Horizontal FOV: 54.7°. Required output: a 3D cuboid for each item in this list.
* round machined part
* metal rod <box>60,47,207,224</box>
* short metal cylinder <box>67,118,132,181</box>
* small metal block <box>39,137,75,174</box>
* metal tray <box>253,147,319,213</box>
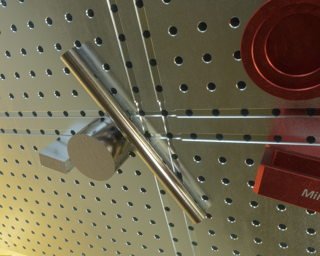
[{"bbox_3d":[0.128,-0.078,0.284,0.098,0.042,0.097,13,124,20],"label":"round machined part"},{"bbox_3d":[-0.032,0.017,0.436,0.025,0.025,0.300,-30,102,37],"label":"metal rod"},{"bbox_3d":[-0.088,0.031,0.459,0.080,0.050,0.079,13,124,20],"label":"short metal cylinder"},{"bbox_3d":[-0.157,0.044,0.503,0.050,0.050,0.025,15,125,19],"label":"small metal block"},{"bbox_3d":[0.167,0.057,0.313,0.130,0.090,0.030,14,103,20],"label":"metal tray"}]
